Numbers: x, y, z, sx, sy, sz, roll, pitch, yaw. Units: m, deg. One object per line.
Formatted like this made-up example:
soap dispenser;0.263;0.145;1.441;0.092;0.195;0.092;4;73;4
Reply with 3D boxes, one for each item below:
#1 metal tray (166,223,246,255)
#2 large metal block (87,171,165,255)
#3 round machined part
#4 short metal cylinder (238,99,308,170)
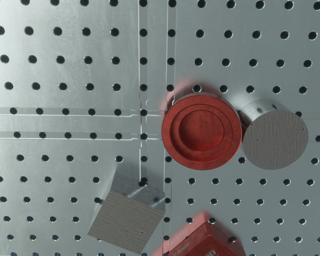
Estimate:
metal tray;0.062;0.221;0.492;0.090;0.030;0.130;41;105;-14
large metal block;-0.047;0.122;0.444;0.080;0.050;0.080;25;108;-9
round machined part;0.054;0.001;0.399;0.098;0.042;0.097;3;108;10
short metal cylinder;0.142;0.007;0.404;0.081;0.050;0.079;0;110;-1
